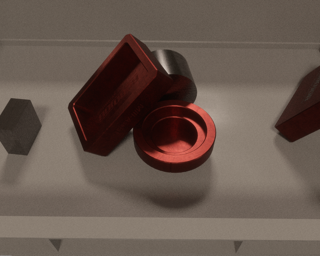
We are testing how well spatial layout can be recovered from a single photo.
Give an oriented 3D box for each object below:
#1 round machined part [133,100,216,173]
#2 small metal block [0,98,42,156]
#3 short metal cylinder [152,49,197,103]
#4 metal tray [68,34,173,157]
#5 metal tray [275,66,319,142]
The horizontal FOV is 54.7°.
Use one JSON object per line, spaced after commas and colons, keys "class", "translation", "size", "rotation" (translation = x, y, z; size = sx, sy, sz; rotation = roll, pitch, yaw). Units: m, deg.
{"class": "round machined part", "translation": [0.017, 0.014, 0.382], "size": [0.099, 0.042, 0.098], "rotation": [0, 50, 0]}
{"class": "small metal block", "translation": [-0.176, -0.001, 0.388], "size": [0.025, 0.050, 0.050], "rotation": [6, 50, 4]}
{"class": "short metal cylinder", "translation": [0.005, -0.058, 0.418], "size": [0.081, 0.080, 0.050], "rotation": [-7, 51, -7]}
{"class": "metal tray", "translation": [-0.054, -0.040, 0.380], "size": [0.130, 0.030, 0.090], "rotation": [-46, 50, 17]}
{"class": "metal tray", "translation": [0.212, -0.047, 0.402], "size": [0.030, 0.090, 0.131], "rotation": [43, 58, 0]}
